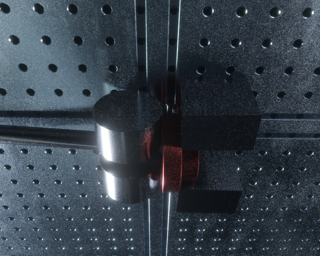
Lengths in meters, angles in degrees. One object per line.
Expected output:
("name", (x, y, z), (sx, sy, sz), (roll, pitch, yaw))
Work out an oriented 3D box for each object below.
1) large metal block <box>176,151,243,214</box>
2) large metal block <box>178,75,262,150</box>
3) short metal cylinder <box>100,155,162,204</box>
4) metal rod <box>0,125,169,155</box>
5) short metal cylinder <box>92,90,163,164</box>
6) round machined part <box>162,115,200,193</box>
("large metal block", (0.063, 0.071, 0.438), (0.081, 0.080, 0.050), (2, 130, -2))
("large metal block", (0.064, -0.020, 0.360), (0.081, 0.080, 0.050), (0, 130, 0))
("short metal cylinder", (-0.038, 0.055, 0.421), (0.081, 0.080, 0.050), (1, 131, -1))
("metal rod", (-0.121, 0.014, 0.407), (0.302, 0.025, 0.025), (4, 130, 1))
("short metal cylinder", (-0.038, -0.003, 0.373), (0.081, 0.080, 0.050), (1, 131, -1))
("round machined part", (0.024, 0.032, 0.391), (0.042, 0.098, 0.097), (1, 130, -1))
